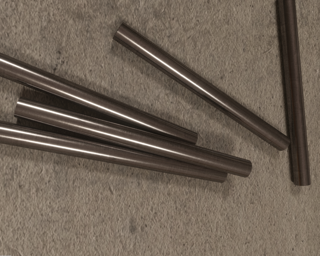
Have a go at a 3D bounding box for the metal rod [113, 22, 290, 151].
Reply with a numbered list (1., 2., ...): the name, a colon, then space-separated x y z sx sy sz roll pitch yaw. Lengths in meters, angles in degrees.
1. metal rod: 0.070 -0.049 0.435 0.301 0.025 0.025 31 80 -18

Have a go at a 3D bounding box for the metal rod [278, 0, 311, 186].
1. metal rod: 0.212 -0.059 0.489 0.025 0.025 0.298 -7 93 -20

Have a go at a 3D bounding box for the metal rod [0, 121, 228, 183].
1. metal rod: -0.049 0.034 0.391 0.302 0.025 0.025 13 86 -20

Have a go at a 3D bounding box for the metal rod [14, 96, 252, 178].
1. metal rod: -0.020 0.016 0.389 0.302 0.025 0.025 16 85 -15

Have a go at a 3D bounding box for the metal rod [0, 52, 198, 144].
1. metal rod: -0.087 -0.035 0.377 0.302 0.025 0.025 22 83 -19
